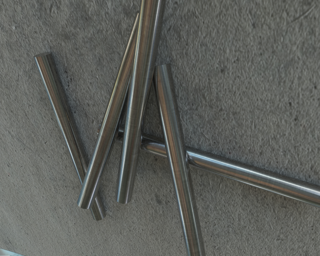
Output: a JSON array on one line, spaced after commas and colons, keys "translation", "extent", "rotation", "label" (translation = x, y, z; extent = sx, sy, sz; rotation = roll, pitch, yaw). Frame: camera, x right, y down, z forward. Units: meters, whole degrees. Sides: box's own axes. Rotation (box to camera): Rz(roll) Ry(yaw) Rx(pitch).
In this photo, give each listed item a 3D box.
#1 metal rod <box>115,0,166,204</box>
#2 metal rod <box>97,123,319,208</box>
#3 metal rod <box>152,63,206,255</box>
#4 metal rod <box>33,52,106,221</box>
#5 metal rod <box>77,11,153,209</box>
[{"translation": [-0.029, -0.017, 0.379], "extent": [0.025, 0.025, 0.298], "rotation": [22, 125, 15], "label": "metal rod"}, {"translation": [0.053, 0.041, 0.404], "extent": [0.301, 0.025, 0.025], "rotation": [16, 125, 18], "label": "metal rod"}, {"translation": [0.028, 0.069, 0.394], "extent": [0.025, 0.025, 0.298], "rotation": [-4, 104, 30], "label": "metal rod"}, {"translation": [-0.136, 0.029, 0.496], "extent": [0.025, 0.025, 0.298], "rotation": [3, 120, 27], "label": "metal rod"}, {"translation": [-0.065, -0.003, 0.410], "extent": [0.025, 0.025, 0.298], "rotation": [29, 119, 10], "label": "metal rod"}]
